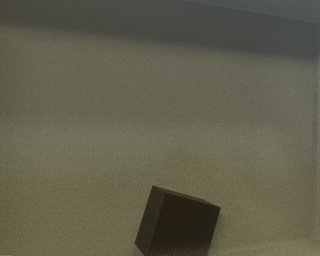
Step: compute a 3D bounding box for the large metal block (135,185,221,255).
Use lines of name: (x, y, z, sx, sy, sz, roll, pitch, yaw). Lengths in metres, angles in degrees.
large metal block: (0.023, 0.128, 0.407, 0.081, 0.050, 0.080, 20, 83, -19)
